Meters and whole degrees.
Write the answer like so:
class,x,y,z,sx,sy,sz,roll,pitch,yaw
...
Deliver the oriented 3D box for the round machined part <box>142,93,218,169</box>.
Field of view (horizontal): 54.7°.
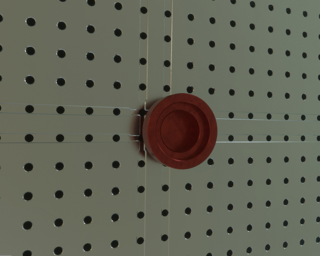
class,x,y,z,sx,sy,sz,roll,pitch,yaw
round machined part,0.023,0.004,0.413,0.099,0.042,0.097,0,90,-21
